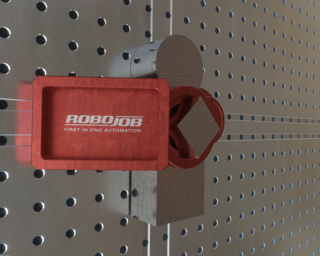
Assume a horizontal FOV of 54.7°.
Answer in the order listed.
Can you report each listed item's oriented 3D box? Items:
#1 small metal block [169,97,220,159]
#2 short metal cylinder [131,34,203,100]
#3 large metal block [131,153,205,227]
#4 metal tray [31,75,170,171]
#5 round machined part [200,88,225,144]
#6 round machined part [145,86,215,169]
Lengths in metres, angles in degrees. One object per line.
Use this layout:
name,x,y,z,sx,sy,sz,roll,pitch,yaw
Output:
small metal block,0.037,-0.001,0.360,0.050,0.025,0.050,-49,119,-29
short metal cylinder,0.010,-0.075,0.400,0.081,0.050,0.080,0,90,-40
large metal block,0.011,0.073,0.398,0.081,0.050,0.080,1,90,-40
metal tray,-0.057,-0.004,0.311,0.131,0.030,0.089,1,89,-3
round machined part,0.055,-0.010,0.442,0.099,0.042,0.097,0,90,-40
round machined part,0.020,-0.001,0.377,0.099,0.042,0.097,0,90,-40
